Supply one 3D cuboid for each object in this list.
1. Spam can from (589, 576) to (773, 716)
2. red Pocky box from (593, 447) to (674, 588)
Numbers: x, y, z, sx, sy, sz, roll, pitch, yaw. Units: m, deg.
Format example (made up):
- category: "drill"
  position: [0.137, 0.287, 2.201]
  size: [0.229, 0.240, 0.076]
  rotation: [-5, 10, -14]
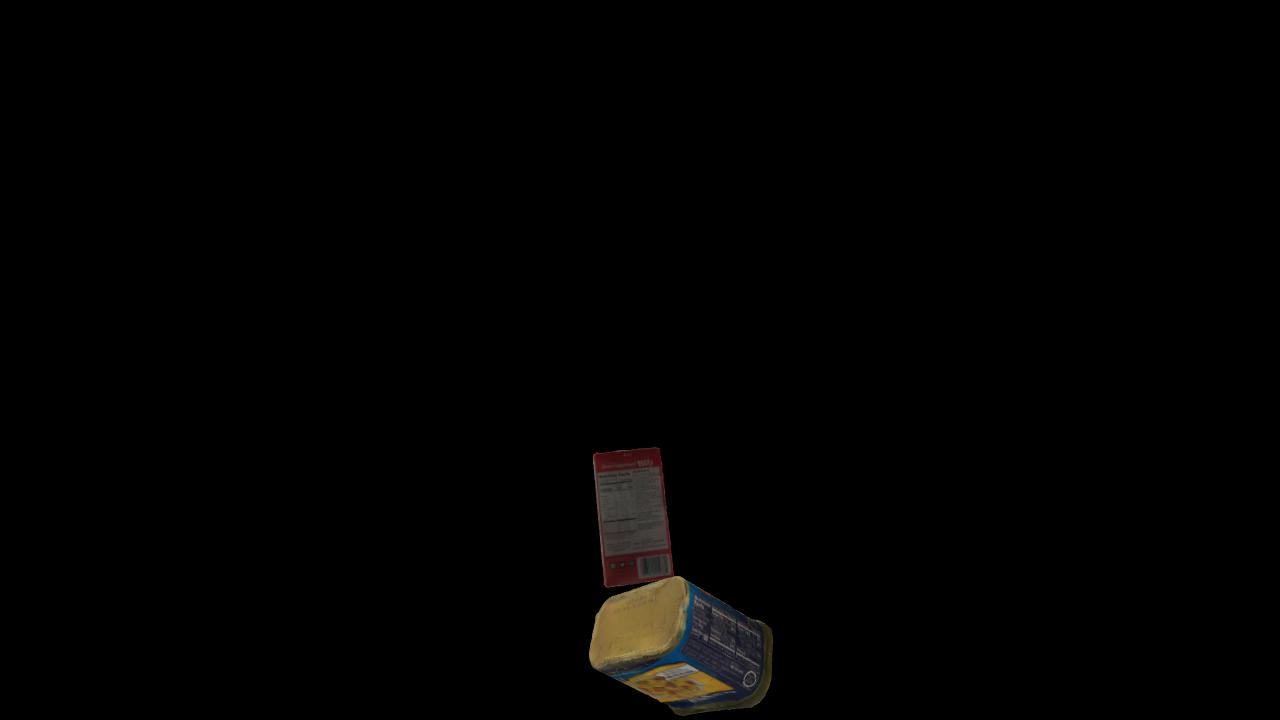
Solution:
- category: "Spam can"
  position: [0.026, 0.200, 0.429]
  size: [0.085, 0.058, 0.101]
  rotation: [37, -48, -22]
- category: "red Pocky box"
  position: [-0.009, 0.186, 0.737]
  size: [0.083, 0.155, 0.028]
  rotation: [-4, -11, -8]
